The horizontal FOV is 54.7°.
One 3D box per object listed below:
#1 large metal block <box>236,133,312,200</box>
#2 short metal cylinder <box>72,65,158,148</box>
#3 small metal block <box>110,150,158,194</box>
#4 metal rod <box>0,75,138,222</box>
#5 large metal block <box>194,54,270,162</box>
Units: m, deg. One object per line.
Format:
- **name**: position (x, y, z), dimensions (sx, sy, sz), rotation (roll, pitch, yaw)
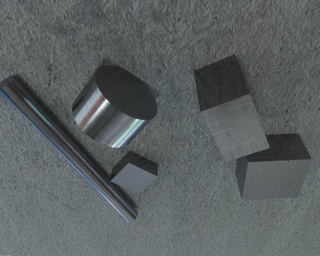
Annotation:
- **large metal block**: position (0.156, 0.056, 0.440), dimensions (0.080, 0.050, 0.080), rotation (-3, 130, 2)
- **short metal cylinder**: position (-0.050, -0.025, 0.350), dimensions (0.080, 0.080, 0.050), rotation (30, 124, -23)
- **small metal block**: position (-0.038, 0.067, 0.464), dimensions (0.050, 0.025, 0.050), rotation (30, 124, -23)
- **metal rod**: position (-0.115, 0.049, 0.447), dimensions (0.025, 0.025, 0.299), rotation (-21, 128, 16)
- **large metal block**: position (0.080, -0.023, 0.353), dimensions (0.050, 0.080, 0.080), rotation (-20, 127, 16)
